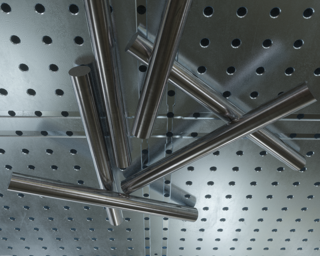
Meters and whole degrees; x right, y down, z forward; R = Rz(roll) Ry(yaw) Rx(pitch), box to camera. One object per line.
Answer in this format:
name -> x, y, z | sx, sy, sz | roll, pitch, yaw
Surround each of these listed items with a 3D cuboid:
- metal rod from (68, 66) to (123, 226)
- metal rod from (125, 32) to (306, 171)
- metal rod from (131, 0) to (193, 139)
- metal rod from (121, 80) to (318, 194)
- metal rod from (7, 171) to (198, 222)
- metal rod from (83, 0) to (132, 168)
metal rod -> -0.085, 0.048, 0.451 | 0.025, 0.025, 0.298 | -2, 130, 2
metal rod -> 0.086, -0.021, 0.394 | 0.301, 0.025, 0.025 | 32, 123, -24
metal rod -> 0.017, -0.115, 0.290 | 0.025, 0.025, 0.298 | 12, 122, -10
metal rod -> 0.054, 0.027, 0.409 | 0.299, 0.025, 0.025 | -32, 124, 33
metal rod -> -0.068, 0.110, 0.473 | 0.302, 0.025, 0.025 | 18, 129, -27
metal rod -> -0.060, -0.064, 0.356 | 0.025, 0.025, 0.298 | -2, 130, 1
